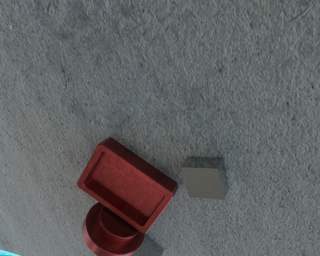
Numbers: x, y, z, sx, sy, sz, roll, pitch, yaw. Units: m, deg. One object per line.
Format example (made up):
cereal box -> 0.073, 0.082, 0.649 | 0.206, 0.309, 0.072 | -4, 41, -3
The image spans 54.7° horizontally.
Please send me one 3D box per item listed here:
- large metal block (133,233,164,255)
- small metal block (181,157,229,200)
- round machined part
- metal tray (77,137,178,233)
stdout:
large metal block -> -0.054, 0.223, 0.556 | 0.080, 0.050, 0.080 | 44, 129, -3
small metal block -> 0.061, 0.067, 0.415 | 0.050, 0.025, 0.050 | -2, 118, 29
round machined part -> -0.068, 0.153, 0.489 | 0.098, 0.098, 0.042 | 34, 124, 5
metal tray -> -0.050, 0.086, 0.467 | 0.130, 0.030, 0.089 | 34, 114, 5
